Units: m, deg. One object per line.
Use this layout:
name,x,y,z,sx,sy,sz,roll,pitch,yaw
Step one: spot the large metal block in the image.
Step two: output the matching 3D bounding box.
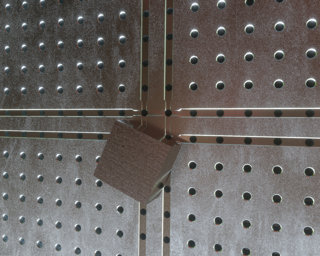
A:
large metal block,-0.029,0.042,0.408,0.080,0.050,0.080,25,98,18
